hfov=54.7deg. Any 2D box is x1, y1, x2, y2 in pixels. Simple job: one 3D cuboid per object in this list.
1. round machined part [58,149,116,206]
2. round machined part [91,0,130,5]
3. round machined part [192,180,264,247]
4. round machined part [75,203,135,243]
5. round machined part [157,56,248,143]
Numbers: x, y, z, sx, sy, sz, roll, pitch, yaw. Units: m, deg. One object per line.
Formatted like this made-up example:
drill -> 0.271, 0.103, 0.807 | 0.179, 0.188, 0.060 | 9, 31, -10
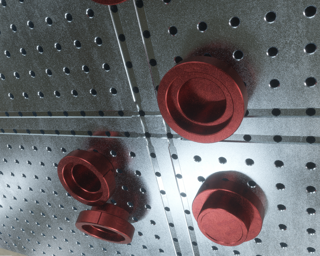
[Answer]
round machined part -> -0.114, 0.076, 0.504 | 0.098, 0.042, 0.097 | 13, 123, 21
round machined part -> -0.048, -0.179, 0.313 | 0.098, 0.042, 0.097 | 13, 124, 20
round machined part -> 0.090, 0.124, 0.428 | 0.098, 0.042, 0.097 | 13, 124, 20
round machined part -> -0.090, 0.160, 0.529 | 0.098, 0.042, 0.098 | 11, 146, 8
round machined part -> 0.050, -0.034, 0.352 | 0.098, 0.042, 0.097 | 13, 124, 20
